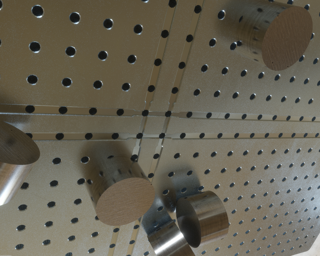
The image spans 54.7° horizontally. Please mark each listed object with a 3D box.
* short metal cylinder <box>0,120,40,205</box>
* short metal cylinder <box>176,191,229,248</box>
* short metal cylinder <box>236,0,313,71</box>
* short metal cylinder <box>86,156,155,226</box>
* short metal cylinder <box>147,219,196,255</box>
[{"bbox_3d":[-0.168,0.030,0.303,0.080,0.080,0.050,26,104,-38],"label":"short metal cylinder"},{"bbox_3d":[0.067,0.148,0.506,0.050,0.080,0.079,-9,123,-24],"label":"short metal cylinder"},{"bbox_3d":[0.148,-0.121,0.403,0.081,0.050,0.079,-14,125,-21],"label":"short metal cylinder"},{"bbox_3d":[-0.054,0.085,0.419,0.081,0.050,0.079,-14,124,-21],"label":"short metal cylinder"},{"bbox_3d":[0.021,0.200,0.513,0.050,0.080,0.080,-31,129,-9],"label":"short metal cylinder"}]
